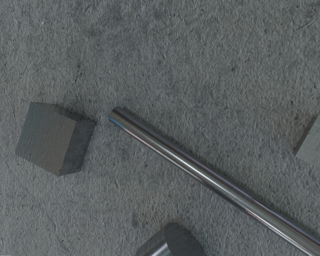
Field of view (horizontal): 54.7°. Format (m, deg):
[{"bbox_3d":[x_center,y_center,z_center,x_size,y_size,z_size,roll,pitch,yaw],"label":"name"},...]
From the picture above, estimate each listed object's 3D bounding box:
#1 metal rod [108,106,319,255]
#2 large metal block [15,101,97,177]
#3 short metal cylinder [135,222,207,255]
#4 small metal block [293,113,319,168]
[{"bbox_3d":[0.057,0.059,0.388,0.300,0.025,0.025,33,101,16],"label":"metal rod"},{"bbox_3d":[-0.150,0.014,0.449,0.080,0.050,0.080,22,97,18],"label":"large metal block"},{"bbox_3d":[0.017,0.163,0.374,0.050,0.080,0.080,-44,76,15],"label":"short metal cylinder"},{"bbox_3d":[0.170,0.013,0.336,0.025,0.050,0.050,29,99,18],"label":"small metal block"}]
